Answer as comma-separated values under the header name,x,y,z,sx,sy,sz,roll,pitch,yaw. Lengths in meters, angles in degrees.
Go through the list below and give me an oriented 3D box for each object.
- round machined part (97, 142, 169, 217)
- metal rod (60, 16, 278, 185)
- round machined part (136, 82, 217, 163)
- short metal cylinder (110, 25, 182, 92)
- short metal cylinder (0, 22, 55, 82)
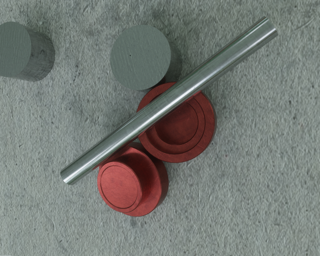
name,x,y,z,sx,sy,sz,roll,pitch,yaw
round machined part,-0.042,0.070,0.402,0.098,0.042,0.097,6,104,28
metal rod,-0.002,-0.021,0.361,0.300,0.025,0.025,-36,79,16
round machined part,0.022,-0.008,0.390,0.098,0.042,0.097,1,93,17
short metal cylinder,-0.016,-0.086,0.401,0.080,0.050,0.079,0,90,20
short metal cylinder,-0.208,-0.113,0.467,0.080,0.050,0.079,0,90,19
